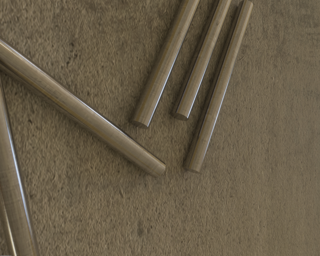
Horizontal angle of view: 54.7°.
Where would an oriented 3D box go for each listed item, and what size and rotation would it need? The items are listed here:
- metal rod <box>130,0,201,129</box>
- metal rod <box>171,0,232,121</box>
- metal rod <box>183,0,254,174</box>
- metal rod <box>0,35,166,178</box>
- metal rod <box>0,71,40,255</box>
[{"bbox_3d":[0.027,-0.137,0.426,0.025,0.025,0.299,34,69,-35],"label":"metal rod"},{"bbox_3d":[0.080,-0.148,0.470,0.025,0.025,0.299,34,69,-35],"label":"metal rod"},{"bbox_3d":[0.096,-0.074,0.484,0.025,0.025,0.299,33,70,-35],"label":"metal rod"},{"bbox_3d":[-0.099,-0.028,0.321,0.301,0.025,0.025,41,65,-33],"label":"metal rod"},{"bbox_3d":[-0.131,0.080,0.282,0.025,0.025,0.298,-16,104,-39],"label":"metal rod"}]
